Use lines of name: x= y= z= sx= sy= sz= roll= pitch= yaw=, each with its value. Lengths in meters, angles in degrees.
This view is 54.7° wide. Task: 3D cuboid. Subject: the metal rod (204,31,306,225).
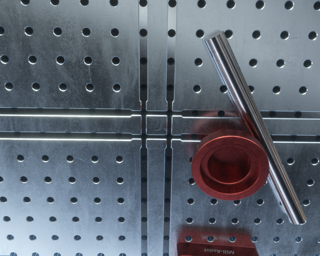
metal rod: x=0.136 y=0.012 z=0.418 sx=0.025 sy=0.025 sz=0.299 roll=-27 pitch=108 yaw=9

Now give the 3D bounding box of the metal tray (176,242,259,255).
metal tray: x=0.088 y=0.234 z=0.498 sx=0.131 sy=0.030 sz=0.089 roll=6 pitch=110 yaw=-2

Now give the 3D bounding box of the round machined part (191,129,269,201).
round machined part: x=0.092 y=0.046 z=0.417 sx=0.099 sy=0.042 sz=0.097 roll=3 pitch=114 yaw=6
